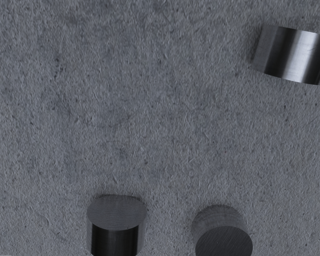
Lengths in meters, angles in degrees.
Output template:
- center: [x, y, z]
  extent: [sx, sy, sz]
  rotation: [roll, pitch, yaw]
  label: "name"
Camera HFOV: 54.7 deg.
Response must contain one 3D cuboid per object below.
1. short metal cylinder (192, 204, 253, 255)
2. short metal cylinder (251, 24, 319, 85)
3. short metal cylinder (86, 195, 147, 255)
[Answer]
- center: [0.090, 0.161, 0.456]
  extent: [0.081, 0.050, 0.079]
  rotation: [0, 110, 0]
  label: "short metal cylinder"
- center: [0.151, -0.084, 0.351]
  extent: [0.081, 0.080, 0.050]
  rotation: [10, 110, -4]
  label: "short metal cylinder"
- center: [-0.061, 0.136, 0.430]
  extent: [0.081, 0.080, 0.050]
  rotation: [5, 110, -2]
  label: "short metal cylinder"
